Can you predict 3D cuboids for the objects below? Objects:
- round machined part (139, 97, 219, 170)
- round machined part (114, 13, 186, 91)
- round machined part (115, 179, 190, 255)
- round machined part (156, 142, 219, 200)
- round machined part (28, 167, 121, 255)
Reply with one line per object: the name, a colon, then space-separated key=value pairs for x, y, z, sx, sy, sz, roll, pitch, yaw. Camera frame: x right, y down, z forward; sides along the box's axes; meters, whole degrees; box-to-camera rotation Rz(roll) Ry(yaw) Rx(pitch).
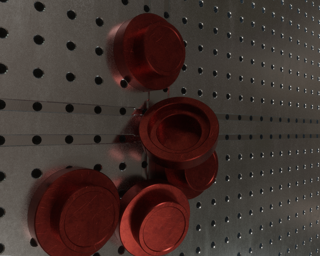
round machined part: x=0.025 y=0.010 z=0.396 sx=0.098 sy=0.098 sz=0.042 roll=-53 pitch=155 yaw=-27
round machined part: x=-0.006 y=-0.097 z=0.395 sx=0.099 sy=0.042 sz=0.097 roll=0 pitch=90 yaw=-40
round machined part: x=-0.003 y=0.116 z=0.382 sx=0.099 sy=0.042 sz=0.097 roll=-6 pitch=102 yaw=-27
round machined part: x=0.045 y=0.053 z=0.438 sx=0.099 sy=0.042 sz=0.097 roll=0 pitch=90 yaw=-40
round machined part: x=-0.083 y=0.092 z=0.330 sx=0.099 sy=0.042 sz=0.097 roll=0 pitch=90 yaw=-40
